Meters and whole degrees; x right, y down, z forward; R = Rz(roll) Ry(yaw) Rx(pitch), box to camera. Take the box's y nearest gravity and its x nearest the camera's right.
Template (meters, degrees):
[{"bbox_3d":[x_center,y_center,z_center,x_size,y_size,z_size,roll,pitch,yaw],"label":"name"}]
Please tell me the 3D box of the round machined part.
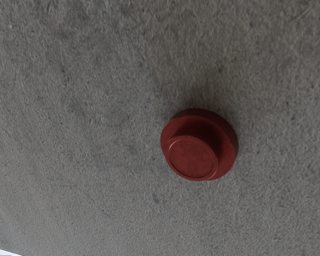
[{"bbox_3d":[0.045,0.028,0.388,0.098,0.042,0.097,13,124,20],"label":"round machined part"}]
